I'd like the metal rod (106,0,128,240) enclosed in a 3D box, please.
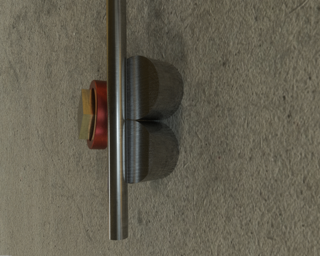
[{"bbox_3d":[-0.053,-0.014,0.386,0.025,0.025,0.298,-1,89,40],"label":"metal rod"}]

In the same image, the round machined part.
[{"bbox_3d":[-0.077,-0.018,0.443,0.098,0.042,0.097,-177,90,-69],"label":"round machined part"}]

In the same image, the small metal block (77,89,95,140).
[{"bbox_3d":[-0.100,-0.019,0.436,0.050,0.025,0.050,114,150,-42],"label":"small metal block"}]

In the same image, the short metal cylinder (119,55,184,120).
[{"bbox_3d":[-0.016,-0.050,0.404,0.080,0.050,0.079,0,90,40],"label":"short metal cylinder"}]

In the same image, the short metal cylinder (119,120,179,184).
[{"bbox_3d":[-0.022,0.030,0.408,0.080,0.050,0.080,-1,89,40],"label":"short metal cylinder"}]
